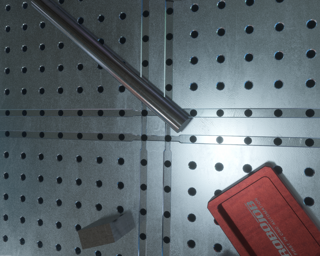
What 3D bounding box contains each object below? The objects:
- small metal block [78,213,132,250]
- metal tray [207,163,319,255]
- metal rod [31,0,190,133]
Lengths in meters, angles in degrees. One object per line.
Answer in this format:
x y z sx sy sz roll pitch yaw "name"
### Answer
-0.075 0.140 0.424 0.050 0.050 0.025 -19 84 19 "small metal block"
0.130 0.118 0.364 0.090 0.030 0.130 -38 78 15 "metal tray"
-0.078 -0.099 0.438 0.300 0.025 0.025 42 103 15 "metal rod"
